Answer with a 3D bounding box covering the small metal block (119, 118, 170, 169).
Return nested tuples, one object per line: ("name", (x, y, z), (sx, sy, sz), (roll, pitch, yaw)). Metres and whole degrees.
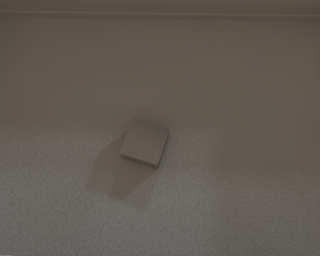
("small metal block", (-0.019, 0.020, 0.402), (0.050, 0.025, 0.050), (17, 71, 6))
